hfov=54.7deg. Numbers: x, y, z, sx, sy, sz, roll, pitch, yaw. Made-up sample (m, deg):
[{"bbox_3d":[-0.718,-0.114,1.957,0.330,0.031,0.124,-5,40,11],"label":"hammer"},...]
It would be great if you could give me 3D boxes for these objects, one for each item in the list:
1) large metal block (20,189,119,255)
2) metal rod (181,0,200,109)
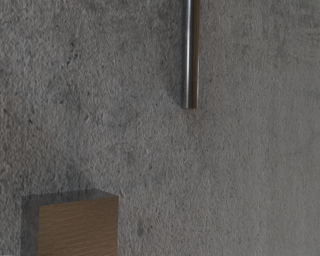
[{"bbox_3d":[-0.091,0.109,0.313,0.081,0.050,0.080,2,89,-40],"label":"large metal block"},{"bbox_3d":[0.045,-0.176,0.441,0.025,0.025,0.298,2,89,-40],"label":"metal rod"}]
